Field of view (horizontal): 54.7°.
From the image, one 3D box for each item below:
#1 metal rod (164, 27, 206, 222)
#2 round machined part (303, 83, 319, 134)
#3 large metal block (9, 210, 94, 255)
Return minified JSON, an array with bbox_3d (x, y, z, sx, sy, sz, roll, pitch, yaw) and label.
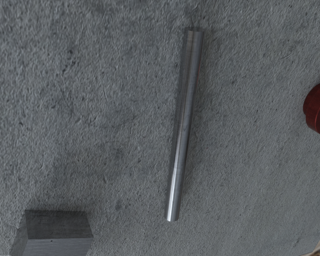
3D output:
[{"bbox_3d":[0.030,0.015,0.431,0.025,0.025,0.298,-10,123,-23],"label":"metal rod"},{"bbox_3d":[0.285,-0.040,0.527,0.099,0.042,0.097,-14,124,-21],"label":"round machined part"},{"bbox_3d":[-0.145,0.157,0.409,0.081,0.050,0.079,12,112,-34],"label":"large metal block"}]
